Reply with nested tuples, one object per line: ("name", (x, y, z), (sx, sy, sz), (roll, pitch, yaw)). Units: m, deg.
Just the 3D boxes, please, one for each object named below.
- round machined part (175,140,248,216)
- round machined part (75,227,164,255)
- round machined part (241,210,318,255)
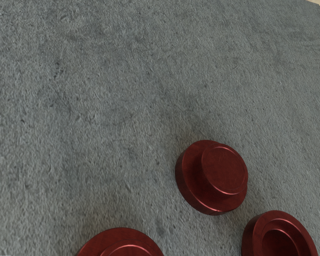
("round machined part", (0.072, 0.058, 0.396), (0.099, 0.042, 0.098), (14, 56, -21))
("round machined part", (-0.034, 0.142, 0.288), (0.099, 0.042, 0.098), (14, 56, -21))
("round machined part", (0.139, 0.153, 0.374), (0.099, 0.042, 0.098), (14, 56, -21))
